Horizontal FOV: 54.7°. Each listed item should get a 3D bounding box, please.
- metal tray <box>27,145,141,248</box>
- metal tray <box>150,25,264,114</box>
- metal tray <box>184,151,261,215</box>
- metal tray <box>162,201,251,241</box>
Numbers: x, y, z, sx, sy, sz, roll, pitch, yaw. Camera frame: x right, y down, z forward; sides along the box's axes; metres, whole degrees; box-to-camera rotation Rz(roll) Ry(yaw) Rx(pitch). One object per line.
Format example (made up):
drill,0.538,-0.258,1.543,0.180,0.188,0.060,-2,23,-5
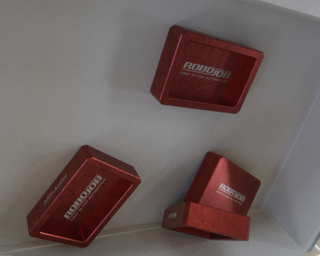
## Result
metal tray,-0.099,0.094,0.409,0.090,0.030,0.130,33,100,-38
metal tray,0.061,-0.069,0.395,0.131,0.030,0.089,5,116,-31
metal tray,0.107,0.104,0.510,0.130,0.030,0.090,32,82,-38
metal tray,0.061,0.139,0.451,0.091,0.129,0.030,16,68,-7
